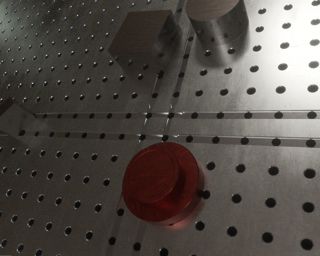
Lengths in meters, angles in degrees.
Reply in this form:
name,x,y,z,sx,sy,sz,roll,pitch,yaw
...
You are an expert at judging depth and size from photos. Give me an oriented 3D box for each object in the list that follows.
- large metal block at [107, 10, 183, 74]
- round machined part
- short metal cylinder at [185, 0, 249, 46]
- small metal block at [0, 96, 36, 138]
name,x,y,z,sx,sy,sz,roll,pitch,yaw
large metal block,-0.022,-0.135,0.485,0.080,0.050,0.080,11,67,32
round machined part,-0.002,0.059,0.361,0.098,0.042,0.098,-13,56,20
short metal cylinder,0.084,-0.167,0.450,0.080,0.050,0.080,-13,56,20
small metal block,-0.254,-0.018,0.533,0.050,0.050,0.025,-46,51,-4
